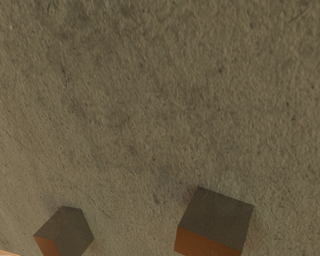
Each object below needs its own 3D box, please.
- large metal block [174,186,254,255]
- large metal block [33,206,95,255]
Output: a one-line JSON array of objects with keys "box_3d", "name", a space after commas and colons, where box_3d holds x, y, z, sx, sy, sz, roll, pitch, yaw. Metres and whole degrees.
[{"box_3d": [0.073, 0.134, 0.415, 0.080, 0.080, 0.050, 17, 125, 18], "name": "large metal block"}, {"box_3d": [-0.181, 0.210, 0.594, 0.050, 0.080, 0.080, 0, 118, 28], "name": "large metal block"}]
